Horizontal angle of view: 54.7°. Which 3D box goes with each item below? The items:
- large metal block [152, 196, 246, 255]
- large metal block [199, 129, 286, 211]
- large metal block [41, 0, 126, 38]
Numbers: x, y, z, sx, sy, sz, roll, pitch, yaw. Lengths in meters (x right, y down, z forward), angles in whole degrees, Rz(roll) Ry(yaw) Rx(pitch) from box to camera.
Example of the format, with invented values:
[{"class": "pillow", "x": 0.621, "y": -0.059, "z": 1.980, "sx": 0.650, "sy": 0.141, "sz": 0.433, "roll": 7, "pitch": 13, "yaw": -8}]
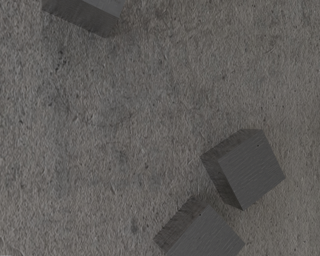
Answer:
[{"class": "large metal block", "x": 0.052, "y": 0.152, "z": 0.415, "sx": 0.080, "sy": 0.050, "sz": 0.080, "roll": -45, "pitch": 104, "yaw": -14}, {"class": "large metal block", "x": 0.116, "y": 0.056, "z": 0.439, "sx": 0.080, "sy": 0.050, "sz": 0.080, "roll": -31, "pitch": 101, "yaw": -17}, {"class": "large metal block", "x": -0.084, "y": -0.151, "z": 0.348, "sx": 0.080, "sy": 0.080, "sz": 0.050, "roll": 21, "pitch": 83, "yaw": -19}]
